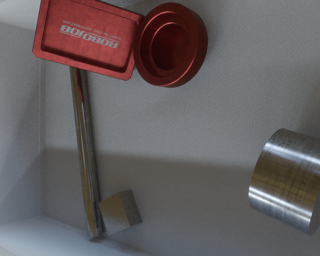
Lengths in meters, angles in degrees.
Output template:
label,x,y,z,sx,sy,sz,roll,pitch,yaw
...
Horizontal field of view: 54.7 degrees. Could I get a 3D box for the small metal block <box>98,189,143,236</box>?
label,x,y,z,sx,sy,sz,roll,pitch,yaw
small metal block,-0.059,0.124,0.453,0.050,0.025,0.050,-34,70,34

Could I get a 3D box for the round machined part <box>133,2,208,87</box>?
label,x,y,z,sx,sy,sz,roll,pitch,yaw
round machined part,0.017,-0.098,0.380,0.098,0.042,0.097,0,90,39

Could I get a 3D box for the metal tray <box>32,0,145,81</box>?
label,x,y,z,sx,sy,sz,roll,pitch,yaw
metal tray,-0.092,-0.124,0.412,0.030,0.131,0.089,-113,39,-63

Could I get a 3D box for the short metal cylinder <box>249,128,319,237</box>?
label,x,y,z,sx,sy,sz,roll,pitch,yaw
short metal cylinder,0.121,0.045,0.271,0.050,0.081,0.079,21,103,38

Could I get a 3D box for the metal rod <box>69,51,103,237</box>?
label,x,y,z,sx,sy,sz,roll,pitch,yaw
metal rod,-0.122,0.021,0.504,0.025,0.025,0.298,-13,82,39
